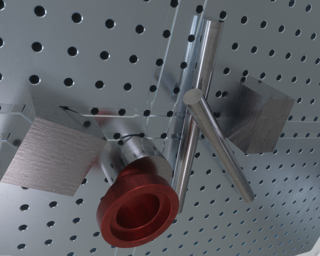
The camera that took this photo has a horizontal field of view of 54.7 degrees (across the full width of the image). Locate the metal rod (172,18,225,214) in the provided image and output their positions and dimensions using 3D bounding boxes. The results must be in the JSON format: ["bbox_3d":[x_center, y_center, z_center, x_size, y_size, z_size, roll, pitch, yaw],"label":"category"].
[{"bbox_3d":[0.044,0.002,0.436,0.025,0.025,0.298,-6,121,-26],"label":"metal rod"}]

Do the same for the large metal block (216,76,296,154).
[{"bbox_3d":[0.126,-0.020,0.433,0.050,0.080,0.079,-2,119,-28],"label":"large metal block"}]

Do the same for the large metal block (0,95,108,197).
[{"bbox_3d":[-0.119,0.022,0.344,0.080,0.050,0.080,24,106,-37],"label":"large metal block"}]

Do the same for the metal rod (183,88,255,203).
[{"bbox_3d":[0.102,0.046,0.475,0.025,0.025,0.300,-39,136,-2],"label":"metal rod"}]

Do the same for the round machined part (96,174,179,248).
[{"bbox_3d":[-0.029,0.095,0.379,0.099,0.042,0.097,-14,124,-21],"label":"round machined part"}]

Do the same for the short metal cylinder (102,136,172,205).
[{"bbox_3d":[-0.031,0.057,0.414,0.081,0.050,0.079,-14,124,-21],"label":"short metal cylinder"}]
